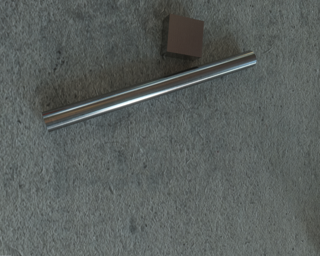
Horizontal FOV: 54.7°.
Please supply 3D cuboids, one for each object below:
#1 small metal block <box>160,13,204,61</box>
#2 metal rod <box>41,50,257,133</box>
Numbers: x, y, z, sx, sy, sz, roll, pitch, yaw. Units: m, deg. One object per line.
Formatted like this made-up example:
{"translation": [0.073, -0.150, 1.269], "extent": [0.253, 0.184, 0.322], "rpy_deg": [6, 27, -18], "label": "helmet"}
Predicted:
{"translation": [0.030, -0.122, 0.421], "extent": [0.050, 0.025, 0.050], "rpy_deg": [5, 88, -20], "label": "small metal block"}
{"translation": [0.001, -0.055, 0.410], "extent": [0.302, 0.025, 0.025], "rpy_deg": [-20, 97, -19], "label": "metal rod"}
